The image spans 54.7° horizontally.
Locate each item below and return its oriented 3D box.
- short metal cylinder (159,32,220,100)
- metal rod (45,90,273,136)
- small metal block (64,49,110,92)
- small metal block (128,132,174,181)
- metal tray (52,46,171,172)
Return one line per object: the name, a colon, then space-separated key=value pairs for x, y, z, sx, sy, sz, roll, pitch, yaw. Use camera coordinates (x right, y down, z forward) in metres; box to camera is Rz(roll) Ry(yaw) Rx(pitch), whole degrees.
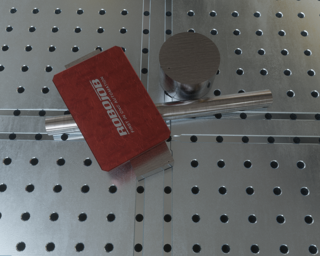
short metal cylinder: x=0.039 y=-0.084 z=0.429 sx=0.081 sy=0.050 sz=0.080 roll=0 pitch=70 yaw=0
metal rod: x=0.001 y=-0.022 z=0.420 sx=0.302 sy=0.025 sz=0.025 roll=-7 pitch=70 yaw=-3
small metal block: x=-0.096 y=-0.074 z=0.424 sx=0.050 sy=0.050 sz=0.025 roll=-30 pitch=73 yaw=-11
small metal block: x=-0.015 y=0.033 z=0.398 sx=0.050 sy=0.025 sz=0.050 roll=-22 pitch=72 yaw=-8
metal tray: x=-0.058 y=-0.023 z=0.376 sx=0.090 sy=0.030 sz=0.130 roll=-29 pitch=84 yaw=-10
